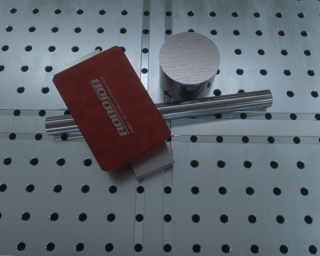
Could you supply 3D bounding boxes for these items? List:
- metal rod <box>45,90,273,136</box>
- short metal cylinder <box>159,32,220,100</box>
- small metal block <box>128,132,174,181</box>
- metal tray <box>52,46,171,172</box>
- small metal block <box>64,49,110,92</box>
[{"bbox_3d":[0.001,-0.022,0.420,0.302,0.025,0.025,-7,70,-3],"label":"metal rod"},{"bbox_3d":[0.039,-0.084,0.429,0.081,0.050,0.080,0,70,0],"label":"short metal cylinder"},{"bbox_3d":[-0.015,0.033,0.398,0.050,0.025,0.050,-22,72,-8],"label":"small metal block"},{"bbox_3d":[-0.058,-0.023,0.376,0.090,0.030,0.130,-29,84,-10],"label":"metal tray"},{"bbox_3d":[-0.096,-0.074,0.424,0.050,0.050,0.025,-30,73,-11],"label":"small metal block"}]
